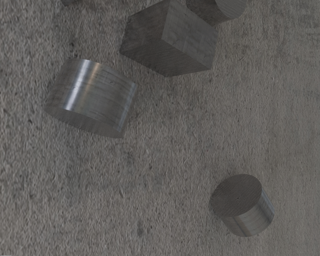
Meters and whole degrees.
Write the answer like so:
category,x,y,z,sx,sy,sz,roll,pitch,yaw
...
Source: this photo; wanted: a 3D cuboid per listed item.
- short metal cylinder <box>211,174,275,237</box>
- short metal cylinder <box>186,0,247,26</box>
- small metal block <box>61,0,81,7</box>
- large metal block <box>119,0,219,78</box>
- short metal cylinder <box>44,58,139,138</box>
category,x,y,z,sx,sy,sz,roll,pitch,yaw
short metal cylinder,0.127,0.118,0.475,0.080,0.080,0.050,-51,120,-28
short metal cylinder,0.083,-0.196,0.457,0.081,0.050,0.080,0,90,-40
small metal block,-0.090,-0.158,0.313,0.025,0.050,0.050,-42,116,-32
large metal block,0.011,-0.104,0.377,0.080,0.080,0.050,21,77,-38
short metal cylinder,-0.068,-0.027,0.312,0.080,0.080,0.050,29,72,-37
